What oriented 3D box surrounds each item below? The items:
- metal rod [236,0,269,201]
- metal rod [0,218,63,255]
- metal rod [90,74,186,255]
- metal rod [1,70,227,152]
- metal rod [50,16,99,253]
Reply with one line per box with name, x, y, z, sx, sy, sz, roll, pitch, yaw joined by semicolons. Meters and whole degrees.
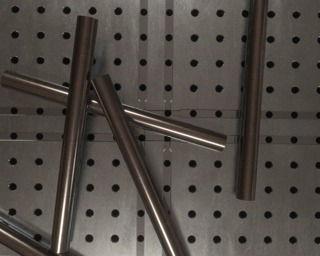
metal rod;0.124;-0.054;0.415;0.025;0.025;0.298;4;90;-1
metal rod;-0.169;0.162;0.411;0.301;0.025;0.025;31;90;-1
metal rod;-0.017;0.075;0.398;0.025;0.025;0.299;-23;96;0
metal rod;-0.059;-0.022;0.412;0.302;0.025;0.025;17;90;-1
metal rod;-0.110;0.014;0.392;0.025;0.025;0.298;9;98;-1
